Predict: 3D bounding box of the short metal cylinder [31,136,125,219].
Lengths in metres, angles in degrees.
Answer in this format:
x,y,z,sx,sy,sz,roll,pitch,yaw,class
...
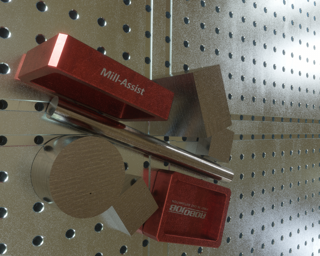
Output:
x,y,z,sx,sy,sz,roll,pitch,yaw,class
-0.084,0.048,0.321,0.081,0.050,0.080,0,90,-40,short metal cylinder

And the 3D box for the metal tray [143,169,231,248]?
x,y,z,sx,sy,sz,roll,pitch,yaw,class
0.044,0.117,0.442,0.131,0.030,0.090,23,76,-38,metal tray

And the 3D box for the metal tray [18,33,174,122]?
x,y,z,sx,sy,sz,roll,pitch,yaw,class
-0.062,-0.042,0.313,0.131,0.090,0.030,23,76,-38,metal tray

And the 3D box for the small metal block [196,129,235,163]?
x,y,z,sx,sy,sz,roll,pitch,yaw,class
0.086,0.024,0.481,0.050,0.025,0.050,22,76,-38,small metal block

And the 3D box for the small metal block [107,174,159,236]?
x,y,z,sx,sy,sz,roll,pitch,yaw,class
-0.036,0.093,0.380,0.050,0.025,0.050,-40,114,-33,small metal block

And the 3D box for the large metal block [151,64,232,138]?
x,y,z,sx,sy,sz,roll,pitch,yaw,class
0.040,-0.034,0.408,0.050,0.080,0.080,-24,105,-38,large metal block

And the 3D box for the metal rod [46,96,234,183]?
x,y,z,sx,sy,sz,roll,pitch,yaw,class
-0.001,0.028,0.408,0.302,0.025,0.025,24,75,-37,metal rod
